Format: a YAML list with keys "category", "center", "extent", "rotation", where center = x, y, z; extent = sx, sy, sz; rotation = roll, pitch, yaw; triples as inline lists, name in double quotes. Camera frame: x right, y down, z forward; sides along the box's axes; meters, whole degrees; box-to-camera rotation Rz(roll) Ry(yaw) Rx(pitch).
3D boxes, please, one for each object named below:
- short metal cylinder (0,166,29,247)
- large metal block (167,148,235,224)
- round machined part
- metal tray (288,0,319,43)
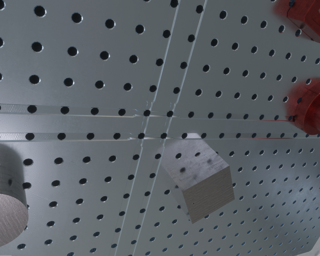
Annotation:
- category: "short metal cylinder"
  center: [-0.192, 0.088, 0.345]
  extent: [0.081, 0.050, 0.079]
  rotation: [-14, 124, -21]
- category: "large metal block"
  center: [0.066, 0.091, 0.487]
  extent: [0.080, 0.050, 0.080]
  rotation: [-27, 128, -12]
- category: "round machined part"
  center: [0.289, -0.029, 0.541]
  extent: [0.099, 0.042, 0.097]
  rotation: [-14, 124, -21]
- category: "metal tray"
  center: [0.245, -0.190, 0.424]
  extent: [0.091, 0.030, 0.129]
  rotation: [19, 108, -36]
